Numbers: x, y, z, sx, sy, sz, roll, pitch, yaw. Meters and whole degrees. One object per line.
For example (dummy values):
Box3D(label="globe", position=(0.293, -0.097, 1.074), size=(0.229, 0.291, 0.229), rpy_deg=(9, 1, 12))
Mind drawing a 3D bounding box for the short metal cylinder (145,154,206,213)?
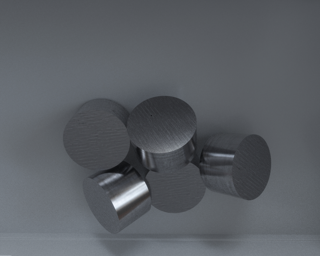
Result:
Box3D(label="short metal cylinder", position=(0.019, 0.067, 0.421), size=(0.081, 0.050, 0.079), rpy_deg=(0, 110, -1))

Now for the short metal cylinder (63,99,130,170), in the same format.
Box3D(label="short metal cylinder", position=(-0.077, 0.007, 0.397), size=(0.081, 0.050, 0.079), rpy_deg=(0, 110, -1))

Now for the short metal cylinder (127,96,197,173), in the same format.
Box3D(label="short metal cylinder", position=(0.004, 0.008, 0.375), size=(0.080, 0.080, 0.050), rpy_deg=(-8, 146, 2))

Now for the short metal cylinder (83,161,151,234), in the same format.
Box3D(label="short metal cylinder", position=(-0.057, 0.089, 0.405), size=(0.050, 0.080, 0.079), rpy_deg=(-27, 115, -36))

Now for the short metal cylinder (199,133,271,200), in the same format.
Box3D(label="short metal cylinder", position=(0.096, 0.047, 0.393), size=(0.081, 0.050, 0.079), rpy_deg=(-2, 93, -39))
